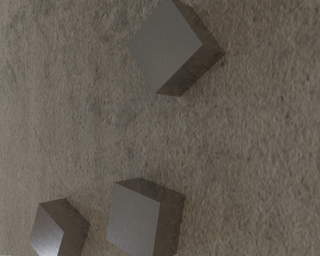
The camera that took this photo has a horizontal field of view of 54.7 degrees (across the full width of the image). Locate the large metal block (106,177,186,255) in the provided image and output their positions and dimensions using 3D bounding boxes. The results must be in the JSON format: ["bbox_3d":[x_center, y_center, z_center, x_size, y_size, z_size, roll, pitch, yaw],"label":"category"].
[{"bbox_3d":[-0.020,0.117,0.403,0.080,0.050,0.079,13,99,39],"label":"large metal block"}]

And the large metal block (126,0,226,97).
[{"bbox_3d":[0.017,-0.095,0.373,0.080,0.050,0.080,-43,65,31],"label":"large metal block"}]

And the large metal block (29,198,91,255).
[{"bbox_3d":[-0.172,0.179,0.527,0.080,0.050,0.079,30,109,35],"label":"large metal block"}]
